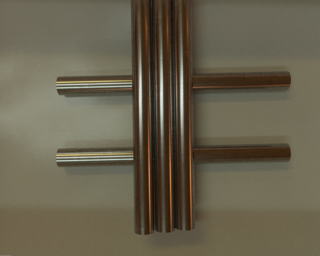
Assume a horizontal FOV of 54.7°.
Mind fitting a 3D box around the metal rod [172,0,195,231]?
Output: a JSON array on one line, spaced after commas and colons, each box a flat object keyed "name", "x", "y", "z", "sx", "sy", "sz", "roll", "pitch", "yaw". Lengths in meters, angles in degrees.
[{"name": "metal rod", "x": 0.029, "y": -0.026, "z": 0.384, "sx": 0.025, "sy": 0.025, "sz": 0.298, "roll": -1, "pitch": 90, "yaw": 0}]

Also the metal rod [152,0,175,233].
[{"name": "metal rod", "x": 0.004, "y": -0.023, "z": 0.384, "sx": 0.025, "sy": 0.025, "sz": 0.298, "roll": -1, "pitch": 90, "yaw": 0}]

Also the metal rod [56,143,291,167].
[{"name": "metal rod", "x": 0.018, "y": 0.036, "z": 0.410, "sx": 0.302, "sy": 0.025, "sz": 0.025, "roll": -1, "pitch": 90, "yaw": 0}]

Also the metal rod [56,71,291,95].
[{"name": "metal rod", "x": 0.018, "y": -0.059, "z": 0.410, "sx": 0.302, "sy": 0.025, "sz": 0.025, "roll": -1, "pitch": 90, "yaw": 0}]

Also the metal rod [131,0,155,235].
[{"name": "metal rod", "x": -0.022, "y": -0.021, "z": 0.384, "sx": 0.025, "sy": 0.025, "sz": 0.298, "roll": -1, "pitch": 90, "yaw": 0}]
